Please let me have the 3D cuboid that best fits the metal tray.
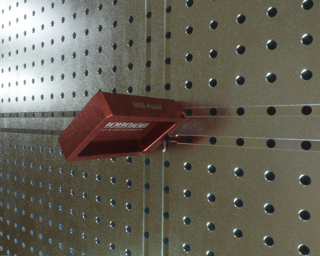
[{"bbox_3d":[-0.042,0.001,0.373,0.090,0.131,0.030,-42,65,32],"label":"metal tray"}]
